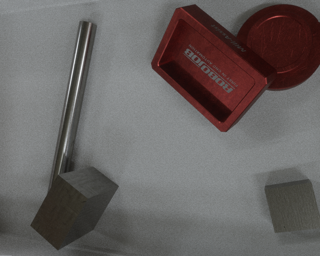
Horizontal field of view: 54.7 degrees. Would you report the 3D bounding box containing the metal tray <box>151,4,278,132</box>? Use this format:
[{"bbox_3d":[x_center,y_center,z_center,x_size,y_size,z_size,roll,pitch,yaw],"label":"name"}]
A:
[{"bbox_3d":[0.057,-0.069,0.364,0.130,0.030,0.089,44,136,14],"label":"metal tray"}]

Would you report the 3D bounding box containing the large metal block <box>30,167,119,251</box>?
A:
[{"bbox_3d":[-0.112,0.104,0.419,0.050,0.080,0.080,34,101,16],"label":"large metal block"}]

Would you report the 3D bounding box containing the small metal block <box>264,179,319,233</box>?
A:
[{"bbox_3d":[0.152,0.089,0.357,0.050,0.025,0.050,-14,86,19],"label":"small metal block"}]

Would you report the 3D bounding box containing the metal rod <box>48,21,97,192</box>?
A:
[{"bbox_3d":[-0.134,-0.004,0.456,0.025,0.025,0.298,13,94,19],"label":"metal rod"}]

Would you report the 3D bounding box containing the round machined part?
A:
[{"bbox_3d":[0.135,-0.093,0.354,0.098,0.042,0.097,0,90,19],"label":"round machined part"}]
